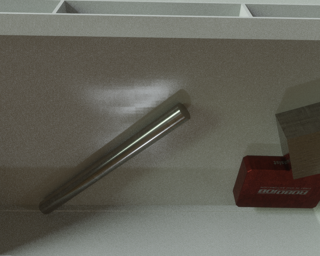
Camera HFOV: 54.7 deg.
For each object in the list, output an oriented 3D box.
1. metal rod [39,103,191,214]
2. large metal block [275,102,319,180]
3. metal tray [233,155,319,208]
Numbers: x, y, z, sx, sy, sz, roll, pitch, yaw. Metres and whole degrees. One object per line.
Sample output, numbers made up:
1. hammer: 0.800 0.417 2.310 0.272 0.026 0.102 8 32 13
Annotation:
1. metal rod: -0.081 0.056 0.455 0.299 0.025 0.025 -35 122 25
2. large metal block: 0.206 0.015 0.409 0.080 0.050 0.080 -16 129 13
3. metal tray: 0.188 0.086 0.482 0.131 0.030 0.089 2 130 -2
